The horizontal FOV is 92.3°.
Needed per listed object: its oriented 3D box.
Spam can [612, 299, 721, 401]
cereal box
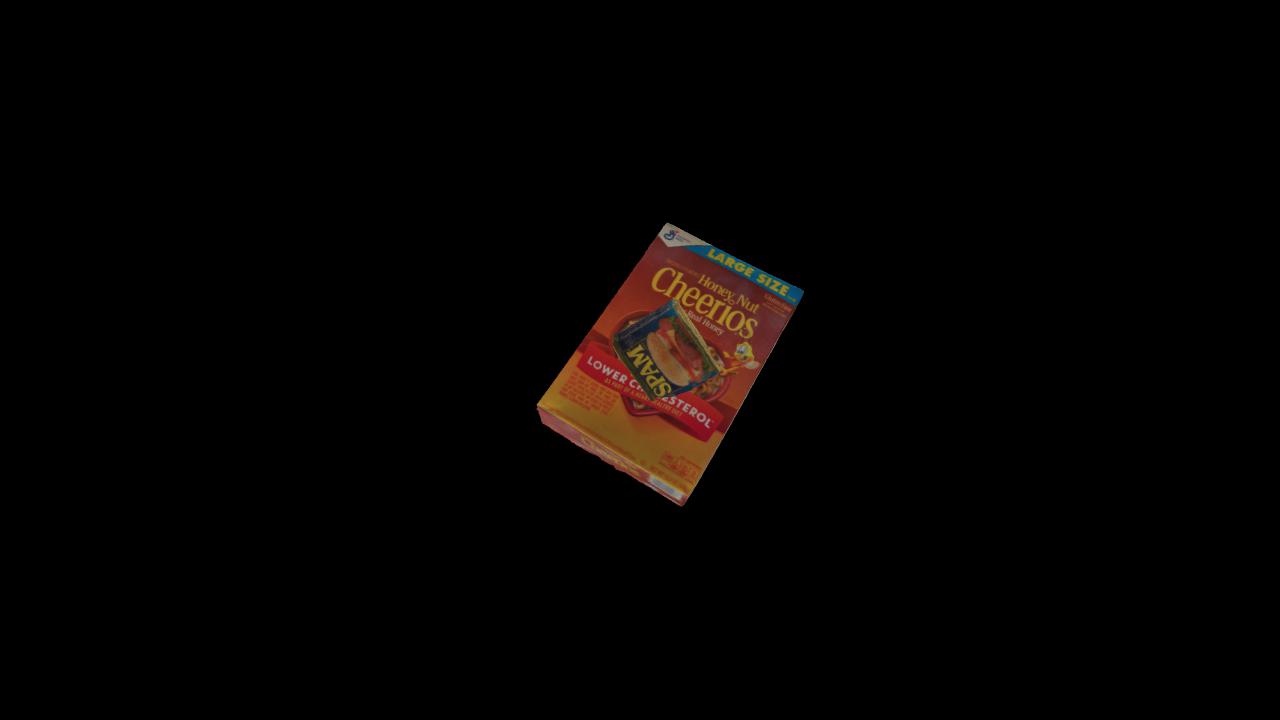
[{"bbox_3d":[0.031,-0.007,0.700,0.085,0.101,0.058,-31,21,10],"label":"Spam can"},{"bbox_3d":[0.043,-0.005,0.758,0.203,0.306,0.081,30,-21,10],"label":"cereal box"}]
